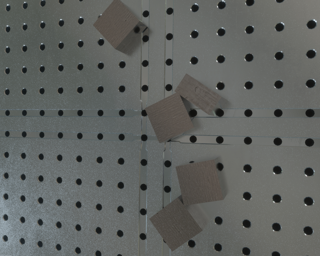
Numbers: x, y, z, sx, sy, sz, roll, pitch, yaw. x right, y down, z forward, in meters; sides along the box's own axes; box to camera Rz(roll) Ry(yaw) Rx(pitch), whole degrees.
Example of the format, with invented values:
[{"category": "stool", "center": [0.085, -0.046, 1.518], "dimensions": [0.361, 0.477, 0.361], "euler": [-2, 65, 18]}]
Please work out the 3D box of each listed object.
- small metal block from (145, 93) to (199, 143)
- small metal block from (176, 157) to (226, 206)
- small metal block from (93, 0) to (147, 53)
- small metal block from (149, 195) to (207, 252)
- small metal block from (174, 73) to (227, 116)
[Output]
[{"category": "small metal block", "center": [0.015, -0.013, 0.406], "dimensions": [0.050, 0.025, 0.050], "euler": [-25, 82, 18]}, {"category": "small metal block", "center": [0.052, 0.068, 0.394], "dimensions": [0.050, 0.025, 0.050], "euler": [-13, 86, 19]}, {"category": "small metal block", "center": [-0.056, -0.142, 0.431], "dimensions": [0.050, 0.025, 0.050], "euler": [-45, 77, 14]}, {"category": "small metal block", "center": [0.023, 0.122, 0.404], "dimensions": [0.050, 0.025, 0.050], "euler": [-40, 78, 15]}, {"category": "small metal block", "center": [0.052, -0.040, 0.381], "dimensions": [0.050, 0.050, 0.025], "euler": [37, 102, 16]}]
